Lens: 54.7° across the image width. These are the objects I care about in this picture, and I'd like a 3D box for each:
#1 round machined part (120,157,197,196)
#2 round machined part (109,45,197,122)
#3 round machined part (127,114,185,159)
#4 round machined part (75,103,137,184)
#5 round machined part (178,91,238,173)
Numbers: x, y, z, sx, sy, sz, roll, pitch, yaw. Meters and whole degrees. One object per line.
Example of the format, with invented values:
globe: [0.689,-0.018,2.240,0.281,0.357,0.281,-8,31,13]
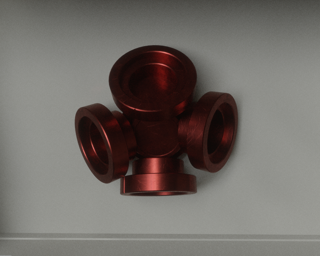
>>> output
round machined part: [-0.002,0.065,0.404,0.099,0.098,0.042,-1,74,0]
round machined part: [-0.007,-0.047,0.363,0.099,0.098,0.042,-3,148,1]
round machined part: [-0.004,0.002,0.401,0.099,0.042,0.097,0,110,-1]
round machined part: [-0.065,0.016,0.386,0.042,0.098,0.097,-21,114,-33]
round machined part: [0.057,0.003,0.383,0.042,0.099,0.097,12,115,34]
